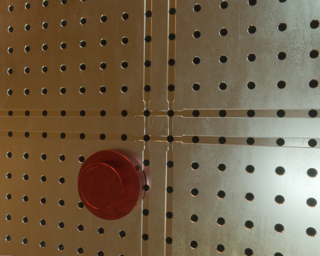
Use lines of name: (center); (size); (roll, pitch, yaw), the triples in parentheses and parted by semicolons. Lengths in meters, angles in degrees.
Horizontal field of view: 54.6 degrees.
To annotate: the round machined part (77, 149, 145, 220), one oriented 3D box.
round machined part: (-0.074, 0.079, 0.430); (0.098, 0.042, 0.097); (0, 90, 20)
